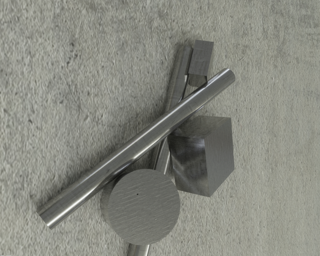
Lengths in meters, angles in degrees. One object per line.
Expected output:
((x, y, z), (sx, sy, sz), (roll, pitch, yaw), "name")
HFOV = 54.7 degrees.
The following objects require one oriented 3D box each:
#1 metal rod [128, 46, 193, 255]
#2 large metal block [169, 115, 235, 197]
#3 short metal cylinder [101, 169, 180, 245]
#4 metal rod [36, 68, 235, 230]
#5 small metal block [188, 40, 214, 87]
((0.003, 0.033, 0.408), (0.025, 0.025, 0.299), (22, 76, -38), "metal rod")
((0.060, 0.034, 0.420), (0.081, 0.050, 0.079), (-31, 119, -49), "large metal block")
((-0.024, 0.086, 0.354), (0.081, 0.050, 0.080), (2, 83, -19), "short metal cylinder")
((-0.010, 0.009, 0.375), (0.302, 0.025, 0.025), (-38, 114, -26), "metal rod")
((0.059, -0.089, 0.439), (0.050, 0.025, 0.050), (56, 46, -74), "small metal block")
